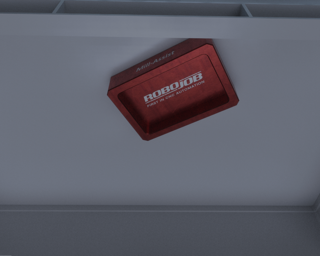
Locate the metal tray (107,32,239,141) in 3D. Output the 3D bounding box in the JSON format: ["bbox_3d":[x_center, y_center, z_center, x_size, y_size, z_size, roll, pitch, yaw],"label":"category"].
[{"bbox_3d":[0.016,-0.044,0.368,0.130,0.030,0.090,-23,127,17],"label":"metal tray"}]
